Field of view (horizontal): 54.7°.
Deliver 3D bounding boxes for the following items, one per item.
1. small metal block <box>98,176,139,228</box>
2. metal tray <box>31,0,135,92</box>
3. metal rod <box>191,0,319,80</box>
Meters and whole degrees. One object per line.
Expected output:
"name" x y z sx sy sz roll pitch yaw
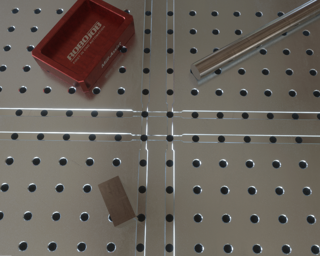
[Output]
"small metal block" -0.048 0.089 0.366 0.025 0.050 0.050 -24 72 -8
"metal tray" -0.109 -0.128 0.454 0.090 0.030 0.130 30 73 10
"metal rod" 0.179 -0.153 0.468 0.301 0.025 0.025 -30 73 -11
